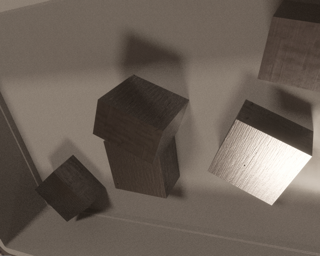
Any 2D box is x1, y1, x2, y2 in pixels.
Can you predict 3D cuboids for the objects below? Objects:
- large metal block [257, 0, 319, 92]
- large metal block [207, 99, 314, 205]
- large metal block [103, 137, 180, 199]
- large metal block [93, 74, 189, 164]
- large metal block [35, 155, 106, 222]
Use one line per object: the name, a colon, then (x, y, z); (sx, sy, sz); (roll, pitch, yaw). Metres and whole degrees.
large metal block: (0.134, -0.069, 0.259); (0.080, 0.080, 0.050); (16, 125, 18)
large metal block: (0.112, 0.027, 0.350); (0.080, 0.050, 0.079); (28, 128, 10)
large metal block: (-0.023, 0.044, 0.430); (0.080, 0.050, 0.079); (6, 121, 25)
large metal block: (-0.022, -0.014, 0.374); (0.080, 0.080, 0.050); (26, 127, 11)
large metal block: (-0.156, 0.106, 0.538); (0.080, 0.050, 0.080); (47, 129, -6)
